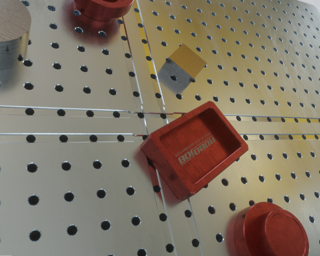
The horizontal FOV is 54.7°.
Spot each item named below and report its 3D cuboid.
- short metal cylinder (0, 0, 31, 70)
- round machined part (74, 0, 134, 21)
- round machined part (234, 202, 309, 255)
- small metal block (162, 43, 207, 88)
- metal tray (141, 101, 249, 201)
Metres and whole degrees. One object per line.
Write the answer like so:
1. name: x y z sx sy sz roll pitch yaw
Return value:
1. short metal cylinder: -0.195 -0.114 0.357 0.081 0.050 0.080 14 56 -21
2. round machined part: -0.092 -0.203 0.473 0.099 0.042 0.098 14 56 -21
3. round machined part: 0.147 0.141 0.392 0.099 0.042 0.098 14 56 -21
4. small metal block: 0.039 -0.100 0.492 0.050 0.025 0.050 40 51 -1
5. metal tray: 0.051 0.025 0.418 0.131 0.030 0.090 -29 78 -38
